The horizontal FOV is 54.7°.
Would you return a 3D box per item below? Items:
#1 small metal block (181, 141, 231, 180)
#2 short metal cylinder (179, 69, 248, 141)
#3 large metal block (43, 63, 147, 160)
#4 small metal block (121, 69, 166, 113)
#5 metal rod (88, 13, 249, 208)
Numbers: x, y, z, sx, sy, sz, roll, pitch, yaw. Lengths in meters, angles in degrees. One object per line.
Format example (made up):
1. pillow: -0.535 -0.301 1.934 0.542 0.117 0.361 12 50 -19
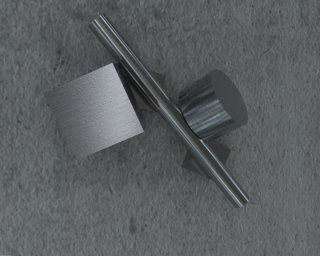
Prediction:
1. small metal block: 0.065 0.042 0.436 0.050 0.025 0.050 26 81 -19
2. short metal cylinder: 0.070 -0.029 0.403 0.080 0.050 0.080 33 42 -35
3. large metal block: -0.070 -0.021 0.354 0.080 0.050 0.080 -23 100 5
4. small metal block: -0.025 -0.049 0.402 0.050 0.025 0.050 13 86 -20
5. metal rod: 0.020 -0.012 0.392 0.025 0.025 0.300 -43 104 -15
